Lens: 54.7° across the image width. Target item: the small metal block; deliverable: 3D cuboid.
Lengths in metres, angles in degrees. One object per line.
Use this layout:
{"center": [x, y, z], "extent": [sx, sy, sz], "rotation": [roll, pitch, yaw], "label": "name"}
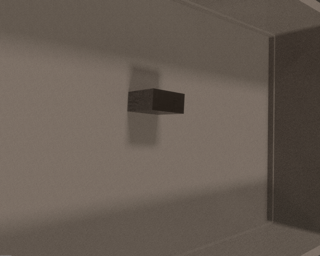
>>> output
{"center": [-0.005, -0.032, 0.388], "extent": [0.050, 0.050, 0.025], "rotation": [4, 88, -40], "label": "small metal block"}
